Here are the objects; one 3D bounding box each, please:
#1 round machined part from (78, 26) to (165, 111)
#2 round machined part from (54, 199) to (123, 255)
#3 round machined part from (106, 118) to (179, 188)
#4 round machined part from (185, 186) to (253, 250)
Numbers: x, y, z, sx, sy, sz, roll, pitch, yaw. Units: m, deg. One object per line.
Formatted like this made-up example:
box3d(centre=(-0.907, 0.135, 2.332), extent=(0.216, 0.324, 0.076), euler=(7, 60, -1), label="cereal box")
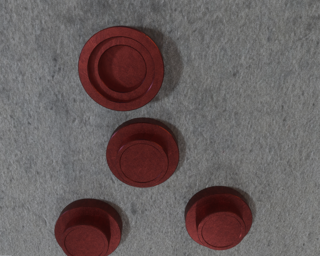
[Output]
box3d(centre=(-0.044, -0.073, 0.373), extent=(0.099, 0.042, 0.097), euler=(0, 110, -1), label="round machined part")
box3d(centre=(-0.107, 0.157, 0.457), extent=(0.099, 0.042, 0.097), euler=(0, 110, -1), label="round machined part")
box3d(centre=(-0.023, 0.039, 0.415), extent=(0.099, 0.042, 0.097), euler=(0, 110, -1), label="round machined part")
box3d(centre=(0.087, 0.138, 0.453), extent=(0.099, 0.042, 0.097), euler=(0, 110, -1), label="round machined part")
